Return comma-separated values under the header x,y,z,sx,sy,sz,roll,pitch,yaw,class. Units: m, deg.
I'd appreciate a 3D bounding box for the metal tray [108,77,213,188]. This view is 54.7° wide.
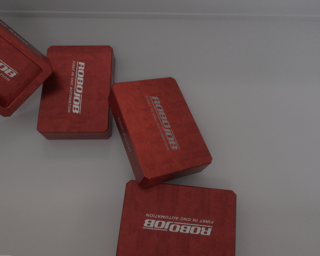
x,y,z,sx,sy,sz,roll,pitch,yaw,class
-0.002,0.000,0.386,0.091,0.030,0.130,-11,65,-26,metal tray

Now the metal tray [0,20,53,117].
x,y,z,sx,sy,sz,roll,pitch,yaw,class
-0.209,-0.084,0.369,0.090,0.130,0.030,-44,34,6,metal tray

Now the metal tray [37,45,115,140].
x,y,z,sx,sy,sz,roll,pitch,yaw,class
-0.111,-0.050,0.424,0.091,0.030,0.130,0,70,-1,metal tray

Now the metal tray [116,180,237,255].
x,y,z,sx,sy,sz,roll,pitch,yaw,class
0.021,0.114,0.365,0.131,0.030,0.090,6,70,2,metal tray
